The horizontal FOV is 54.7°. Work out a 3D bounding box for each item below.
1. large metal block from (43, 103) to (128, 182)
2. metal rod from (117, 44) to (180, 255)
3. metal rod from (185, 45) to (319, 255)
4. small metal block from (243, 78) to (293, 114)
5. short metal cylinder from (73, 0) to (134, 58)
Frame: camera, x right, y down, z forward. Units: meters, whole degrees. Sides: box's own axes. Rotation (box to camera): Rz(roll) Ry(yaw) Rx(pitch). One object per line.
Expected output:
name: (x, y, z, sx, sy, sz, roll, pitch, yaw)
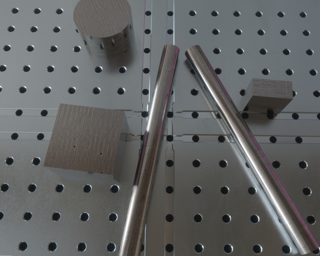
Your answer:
large metal block: (-0.089, 0.020, 0.390, 0.080, 0.050, 0.080, 7, 70, 2)
metal rod: (-0.011, 0.023, 0.403, 0.025, 0.025, 0.299, 10, 70, 3)
metal rod: (0.111, 0.015, 0.407, 0.025, 0.025, 0.299, -24, 72, -8)
small metal block: (0.142, -0.042, 0.415, 0.050, 0.050, 0.025, 5, 70, 2)
short metal cylinder: (-0.080, -0.150, 0.453, 0.081, 0.050, 0.080, 0, 70, 0)
